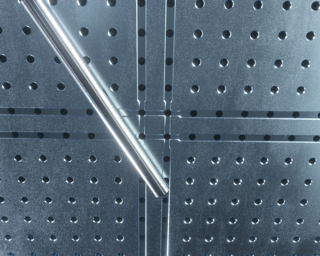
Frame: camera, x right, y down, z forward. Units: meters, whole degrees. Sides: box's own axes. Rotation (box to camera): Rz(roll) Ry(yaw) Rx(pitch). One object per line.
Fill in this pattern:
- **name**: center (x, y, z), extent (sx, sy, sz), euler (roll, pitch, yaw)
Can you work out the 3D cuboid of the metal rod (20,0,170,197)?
- **metal rod**: center (-0.073, -0.029, 0.401), extent (0.025, 0.025, 0.299), euler (-29, 108, 10)
